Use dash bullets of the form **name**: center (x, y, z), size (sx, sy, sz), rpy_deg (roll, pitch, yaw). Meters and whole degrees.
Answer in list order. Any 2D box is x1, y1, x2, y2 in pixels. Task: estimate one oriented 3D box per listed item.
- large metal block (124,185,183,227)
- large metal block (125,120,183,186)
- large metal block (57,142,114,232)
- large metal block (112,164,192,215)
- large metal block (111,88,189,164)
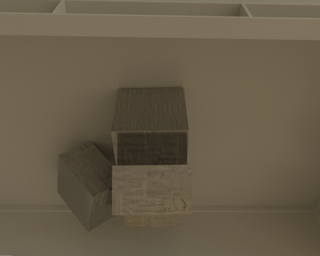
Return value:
- **large metal block**: center (-0.009, 0.095, 0.451), size (0.081, 0.080, 0.050), rpy_deg (0, 130, -1)
- **large metal block**: center (-0.010, 0.034, 0.422), size (0.081, 0.050, 0.079), rpy_deg (-1, 130, 0)
- **large metal block**: center (-0.097, 0.080, 0.427), size (0.050, 0.080, 0.079), rpy_deg (-25, 144, -39)
- **large metal block**: center (-0.008, 0.066, 0.353), size (0.081, 0.080, 0.050), rpy_deg (-1, 85, 0)
- **large metal block**: center (-0.010, -0.004, 0.366), size (0.081, 0.080, 0.050), rpy_deg (-1, 130, 0)
